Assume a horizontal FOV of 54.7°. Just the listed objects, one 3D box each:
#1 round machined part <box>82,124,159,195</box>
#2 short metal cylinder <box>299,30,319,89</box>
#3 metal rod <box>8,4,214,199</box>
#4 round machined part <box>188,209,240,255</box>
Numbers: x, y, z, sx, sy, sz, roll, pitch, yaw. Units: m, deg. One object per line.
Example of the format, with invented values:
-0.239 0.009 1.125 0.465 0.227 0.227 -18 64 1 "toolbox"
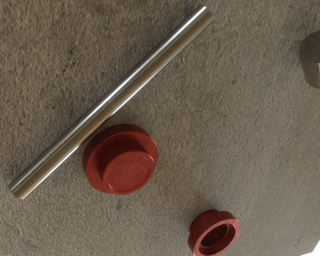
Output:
-0.046 0.047 0.400 0.099 0.042 0.097 -14 124 -21 "round machined part"
0.246 -0.101 0.444 0.080 0.080 0.050 -37 129 -3 "short metal cylinder"
-0.056 -0.029 0.357 0.300 0.025 0.025 -43 130 1 "metal rod"
0.093 0.188 0.563 0.099 0.042 0.097 -14 124 -21 "round machined part"
